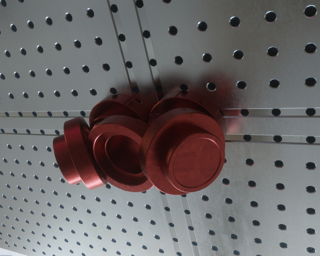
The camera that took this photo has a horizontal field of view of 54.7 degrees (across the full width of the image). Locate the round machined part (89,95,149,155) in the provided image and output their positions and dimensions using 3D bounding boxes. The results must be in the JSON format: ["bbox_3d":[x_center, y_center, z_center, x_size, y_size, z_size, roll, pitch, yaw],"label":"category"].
[{"bbox_3d":[-0.058,0.006,0.432,0.098,0.042,0.097,13,124,20],"label":"round machined part"}]

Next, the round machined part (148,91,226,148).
[{"bbox_3d":[0.029,0.006,0.387,0.098,0.042,0.097,13,124,20],"label":"round machined part"}]

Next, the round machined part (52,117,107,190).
[{"bbox_3d":[-0.108,0.037,0.412,0.042,0.098,0.097,-21,112,-4],"label":"round machined part"}]

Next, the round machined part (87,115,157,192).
[{"bbox_3d":[-0.037,0.027,0.379,0.098,0.042,0.097,13,124,20],"label":"round machined part"}]

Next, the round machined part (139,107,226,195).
[{"bbox_3d":[0.031,0.030,0.336,0.042,0.099,0.097,37,145,59],"label":"round machined part"}]
